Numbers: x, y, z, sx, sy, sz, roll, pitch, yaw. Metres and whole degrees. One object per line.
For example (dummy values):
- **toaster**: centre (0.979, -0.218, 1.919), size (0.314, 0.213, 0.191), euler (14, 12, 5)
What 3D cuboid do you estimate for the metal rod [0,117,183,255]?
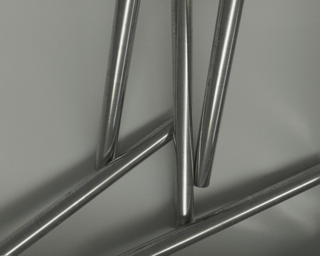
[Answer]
- **metal rod**: centre (-0.091, 0.079, 0.380), size (0.301, 0.025, 0.025), euler (-36, 90, -12)

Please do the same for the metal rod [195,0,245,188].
- **metal rod**: centre (0.067, -0.061, 0.349), size (0.025, 0.025, 0.298), euler (5, 116, 0)

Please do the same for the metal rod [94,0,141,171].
- **metal rod**: centre (-0.045, -0.076, 0.346), size (0.025, 0.025, 0.298), euler (13, 117, 0)

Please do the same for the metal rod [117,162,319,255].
- **metal rod**: centre (0.089, 0.111, 0.392), size (0.302, 0.025, 0.025), euler (-22, 90, -8)

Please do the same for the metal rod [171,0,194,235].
- **metal rod**: centre (0.029, -0.007, 0.385), size (0.025, 0.025, 0.298), euler (-2, 101, 0)
